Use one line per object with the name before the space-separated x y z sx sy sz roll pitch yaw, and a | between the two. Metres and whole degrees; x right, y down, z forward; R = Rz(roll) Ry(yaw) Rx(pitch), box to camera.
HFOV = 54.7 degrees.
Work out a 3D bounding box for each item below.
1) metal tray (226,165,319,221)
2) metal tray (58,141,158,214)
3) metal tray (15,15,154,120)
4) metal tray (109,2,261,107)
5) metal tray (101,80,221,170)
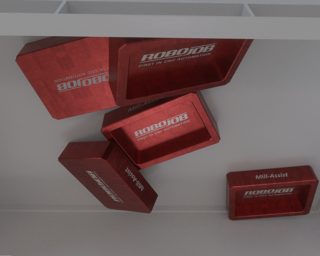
metal tray | 0.175 0.106 0.497 0.131 0.030 0.089 -6 130 4
metal tray | -0.072 0.073 0.445 0.090 0.030 0.130 -4 135 34
metal tray | -0.078 -0.064 0.351 0.131 0.030 0.090 -12 129 10
metal tray | 0.019 -0.068 0.298 0.131 0.030 0.090 -14 154 -17
metal tray | 0.002 0.000 0.405 0.130 0.030 0.090 -21 127 17
